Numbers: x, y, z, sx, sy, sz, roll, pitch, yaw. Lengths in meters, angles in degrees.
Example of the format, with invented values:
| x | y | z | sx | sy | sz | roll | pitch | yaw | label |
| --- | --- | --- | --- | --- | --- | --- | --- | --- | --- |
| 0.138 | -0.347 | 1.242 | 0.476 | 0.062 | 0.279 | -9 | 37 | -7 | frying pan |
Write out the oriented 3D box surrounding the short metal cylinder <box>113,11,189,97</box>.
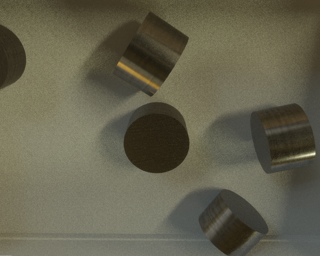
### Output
| x | y | z | sx | sy | sz | roll | pitch | yaw | label |
| --- | --- | --- | --- | --- | --- | --- | --- | --- | --- |
| -0.011 | -0.083 | 0.351 | 0.050 | 0.080 | 0.080 | 31 | 107 | -11 | short metal cylinder |

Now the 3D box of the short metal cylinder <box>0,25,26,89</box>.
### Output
| x | y | z | sx | sy | sz | roll | pitch | yaw | label |
| --- | --- | --- | --- | --- | --- | --- | --- | --- | --- |
| -0.209 | -0.082 | 0.366 | 0.081 | 0.050 | 0.079 | 0 | 110 | 0 | short metal cylinder |

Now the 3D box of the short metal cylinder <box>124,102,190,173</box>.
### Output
| x | y | z | sx | sy | sz | roll | pitch | yaw | label |
| --- | --- | --- | --- | --- | --- | --- | --- | --- | --- |
| -0.004 | 0.011 | 0.402 | 0.081 | 0.050 | 0.079 | 0 | 110 | 0 | short metal cylinder |

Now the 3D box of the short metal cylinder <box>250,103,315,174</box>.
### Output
| x | y | z | sx | sy | sz | roll | pitch | yaw | label |
| --- | --- | --- | --- | --- | --- | --- | --- | --- | --- |
| 0.150 | 0.013 | 0.388 | 0.050 | 0.080 | 0.080 | -12 | 110 | 4 | short metal cylinder |

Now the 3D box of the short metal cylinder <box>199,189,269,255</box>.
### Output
| x | y | z | sx | sy | sz | roll | pitch | yaw | label |
| --- | --- | --- | --- | --- | --- | --- | --- | --- | --- |
| 0.102 | 0.132 | 0.431 | 0.080 | 0.080 | 0.050 | 33 | 107 | -11 | short metal cylinder |
